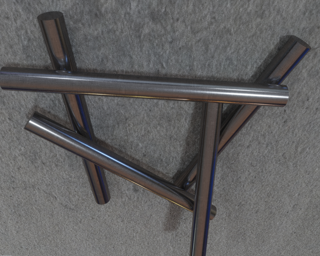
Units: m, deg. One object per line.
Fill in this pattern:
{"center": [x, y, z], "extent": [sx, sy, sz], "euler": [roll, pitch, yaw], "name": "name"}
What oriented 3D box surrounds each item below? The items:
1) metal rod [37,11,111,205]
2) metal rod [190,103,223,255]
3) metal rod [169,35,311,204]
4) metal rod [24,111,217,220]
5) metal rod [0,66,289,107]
{"center": [-0.101, 0.001, 0.406], "extent": [0.025, 0.025, 0.298], "euler": [-3, 130, 2], "name": "metal rod"}
{"center": [0.062, 0.093, 0.435], "extent": [0.025, 0.025, 0.298], "euler": [1, 114, -1], "name": "metal rod"}
{"center": [0.086, 0.010, 0.417], "extent": [0.025, 0.025, 0.298], "euler": [20, 127, -17], "name": "metal rod"}
{"center": [-0.036, 0.062, 0.425], "extent": [0.301, 0.025, 0.025], "euler": [32, 123, -25], "name": "metal rod"}
{"center": [-0.013, -0.044, 0.335], "extent": [0.302, 0.025, 0.025], "euler": [3, 130, -4], "name": "metal rod"}
